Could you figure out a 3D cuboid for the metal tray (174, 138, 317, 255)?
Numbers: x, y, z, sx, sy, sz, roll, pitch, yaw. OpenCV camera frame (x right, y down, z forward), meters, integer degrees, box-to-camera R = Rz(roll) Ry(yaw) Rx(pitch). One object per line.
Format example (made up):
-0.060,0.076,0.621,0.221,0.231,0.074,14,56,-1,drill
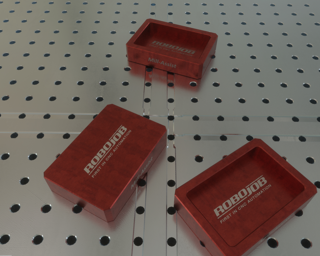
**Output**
0.092,0.076,0.341,0.131,0.030,0.090,-29,56,-22,metal tray

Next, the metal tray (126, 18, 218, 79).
0.021,-0.135,0.518,0.130,0.030,0.090,18,52,14,metal tray

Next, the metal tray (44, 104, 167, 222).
-0.060,0.035,0.375,0.090,0.030,0.130,23,54,18,metal tray
